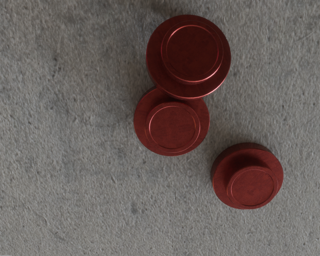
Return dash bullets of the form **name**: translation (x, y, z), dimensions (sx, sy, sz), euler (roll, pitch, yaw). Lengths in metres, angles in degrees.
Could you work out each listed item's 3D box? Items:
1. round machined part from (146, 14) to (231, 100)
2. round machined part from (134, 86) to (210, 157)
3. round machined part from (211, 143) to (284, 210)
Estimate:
- **round machined part**: translation (0.034, -0.082, 0.353), dimensions (0.099, 0.042, 0.097), euler (0, 88, -5)
- **round machined part**: translation (0.015, -0.007, 0.399), dimensions (0.099, 0.042, 0.097), euler (0, 110, -1)
- **round machined part**: translation (0.123, 0.073, 0.429), dimensions (0.099, 0.042, 0.097), euler (0, 110, -1)
